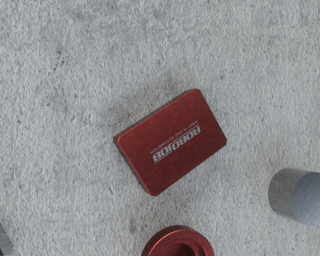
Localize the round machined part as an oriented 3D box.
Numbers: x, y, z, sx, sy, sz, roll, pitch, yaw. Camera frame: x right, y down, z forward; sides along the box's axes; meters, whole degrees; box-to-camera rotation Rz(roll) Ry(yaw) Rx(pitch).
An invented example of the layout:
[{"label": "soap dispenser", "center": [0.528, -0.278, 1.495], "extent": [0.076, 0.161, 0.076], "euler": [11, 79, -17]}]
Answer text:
[{"label": "round machined part", "center": [0.019, 0.177, 0.409], "extent": [0.099, 0.042, 0.097], "euler": [0, 90, -21]}]

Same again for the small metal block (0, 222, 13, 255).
[{"label": "small metal block", "center": [-0.182, 0.120, 0.329], "extent": [0.025, 0.050, 0.050], "euler": [-25, 99, -18]}]

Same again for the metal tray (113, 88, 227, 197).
[{"label": "metal tray", "center": [0.016, 0.017, 0.413], "extent": [0.131, 0.030, 0.090], "euler": [-34, 101, -17]}]

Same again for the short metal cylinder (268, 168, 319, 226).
[{"label": "short metal cylinder", "center": [0.217, 0.104, 0.478], "extent": [0.081, 0.050, 0.079], "euler": [0, 90, -21]}]
